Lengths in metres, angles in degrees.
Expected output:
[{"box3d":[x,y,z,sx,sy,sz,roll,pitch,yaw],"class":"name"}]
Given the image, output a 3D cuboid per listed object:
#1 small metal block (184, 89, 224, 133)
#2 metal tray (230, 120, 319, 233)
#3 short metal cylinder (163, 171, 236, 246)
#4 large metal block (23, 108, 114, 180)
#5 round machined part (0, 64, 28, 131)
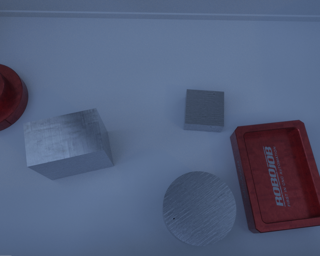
[{"box3d":[0.059,-0.023,0.419,0.050,0.025,0.050,4,70,1],"class":"small metal block"},{"box3d":[0.146,0.059,0.387,0.091,0.030,0.129,-6,70,-3],"class":"metal tray"},{"box3d":[0.043,0.095,0.362,0.081,0.050,0.080,0,70,0],"class":"short metal cylinder"},{"box3d":[-0.105,0.022,0.371,0.081,0.080,0.050,-12,71,-5],"class":"large metal block"},{"box3d":[-0.234,-0.045,0.414,0.099,0.042,0.098,0,70,-1],"class":"round machined part"}]
